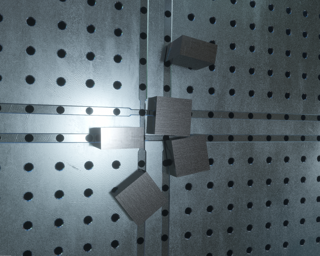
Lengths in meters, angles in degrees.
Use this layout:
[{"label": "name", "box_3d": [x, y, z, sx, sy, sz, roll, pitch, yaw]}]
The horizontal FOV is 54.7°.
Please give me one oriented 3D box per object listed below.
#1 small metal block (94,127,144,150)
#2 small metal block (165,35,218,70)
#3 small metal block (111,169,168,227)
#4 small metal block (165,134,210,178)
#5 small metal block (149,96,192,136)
[{"label": "small metal block", "box_3d": [-0.052, 0.012, 0.381, 0.050, 0.050, 0.025, -1, 91, -20]}, {"label": "small metal block", "box_3d": [0.041, -0.100, 0.416, 0.050, 0.050, 0.025, 10, 87, -20]}, {"label": "small metal block", "box_3d": [-0.026, 0.090, 0.404, 0.050, 0.025, 0.050, -38, 103, -16]}, {"label": "small metal block", "box_3d": [0.038, 0.037, 0.428, 0.050, 0.025, 0.050, -10, 94, -20]}, {"label": "small metal block", "box_3d": [0.014, -0.015, 0.419, 0.050, 0.025, 0.050, 4, 89, -20]}]
